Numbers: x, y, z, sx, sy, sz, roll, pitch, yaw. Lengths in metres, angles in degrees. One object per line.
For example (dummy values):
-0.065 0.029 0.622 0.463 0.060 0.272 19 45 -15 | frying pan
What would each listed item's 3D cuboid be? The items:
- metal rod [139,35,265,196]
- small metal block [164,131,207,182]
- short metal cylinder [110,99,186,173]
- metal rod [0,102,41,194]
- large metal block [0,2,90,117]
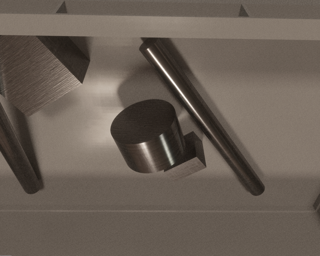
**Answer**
0.071 0.003 0.412 0.025 0.025 0.300 -27 126 21 | metal rod
0.033 0.039 0.427 0.050 0.050 0.025 -28 125 21 | small metal block
-0.014 0.009 0.380 0.080 0.080 0.050 -13 129 10 | short metal cylinder
-0.187 0.005 0.366 0.025 0.025 0.298 4 144 -4 | metal rod
-0.136 -0.070 0.331 0.080 0.050 0.080 -27 126 20 | large metal block
